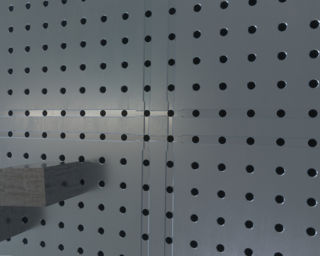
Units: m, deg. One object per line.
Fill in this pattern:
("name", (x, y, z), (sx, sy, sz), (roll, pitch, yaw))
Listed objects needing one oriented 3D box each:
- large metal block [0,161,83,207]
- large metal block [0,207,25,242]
("large metal block", (-0.170, 0.078, 0.444), (0.080, 0.080, 0.050), (-4, 89, 20))
("large metal block", (-0.268, 0.131, 0.495), (0.080, 0.050, 0.080), (-3, 89, 20))
